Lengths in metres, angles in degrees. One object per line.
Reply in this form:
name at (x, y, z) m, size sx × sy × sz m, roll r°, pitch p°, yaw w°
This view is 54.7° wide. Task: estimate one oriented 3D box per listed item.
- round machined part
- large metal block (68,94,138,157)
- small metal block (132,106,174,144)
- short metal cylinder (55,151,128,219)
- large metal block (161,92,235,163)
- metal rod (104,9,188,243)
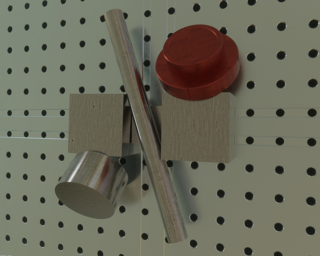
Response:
round machined part at (0.041, -0.083, 0.363) m, size 0.098 × 0.042 × 0.098 m, roll -9°, pitch 53°, yaw 12°
large metal block at (-0.076, -0.005, 0.427) m, size 0.080 × 0.050 × 0.079 m, roll 2°, pitch 91°, yaw 20°
small metal block at (-0.009, -0.004, 0.416) m, size 0.050 × 0.025 × 0.050 m, roll 1°, pitch 90°, yaw 20°
short metal cylinder at (-0.088, 0.076, 0.408) m, size 0.080 × 0.050 × 0.080 m, roll 11°, pitch 136°, yaw 11°
large metal block at (0.048, -0.001, 0.383) m, size 0.080 × 0.050 × 0.079 m, roll 1°, pitch 90°, yaw 20°
metal rod at (-0.020, -0.007, 0.392) m, size 0.025 × 0.025 × 0.299 m, roll -18°, pitch 84°, yaw 19°
